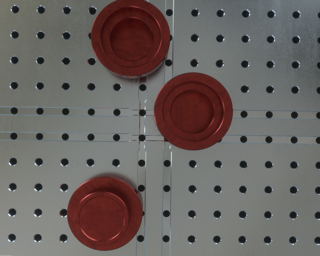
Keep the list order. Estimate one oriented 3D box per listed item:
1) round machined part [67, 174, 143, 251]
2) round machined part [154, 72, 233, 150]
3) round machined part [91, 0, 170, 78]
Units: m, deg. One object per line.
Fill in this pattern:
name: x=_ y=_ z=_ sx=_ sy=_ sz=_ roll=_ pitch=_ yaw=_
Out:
round machined part: x=-0.072 y=0.112 z=0.404 sx=0.099 sy=0.042 sz=0.097 roll=0 pitch=90 yaw=-1
round machined part: x=0.042 y=-0.021 z=0.405 sx=0.099 sy=0.042 sz=0.097 roll=0 pitch=90 yaw=-1
round machined part: x=-0.036 y=-0.113 z=0.404 sx=0.099 sy=0.042 sz=0.097 roll=0 pitch=90 yaw=-1
